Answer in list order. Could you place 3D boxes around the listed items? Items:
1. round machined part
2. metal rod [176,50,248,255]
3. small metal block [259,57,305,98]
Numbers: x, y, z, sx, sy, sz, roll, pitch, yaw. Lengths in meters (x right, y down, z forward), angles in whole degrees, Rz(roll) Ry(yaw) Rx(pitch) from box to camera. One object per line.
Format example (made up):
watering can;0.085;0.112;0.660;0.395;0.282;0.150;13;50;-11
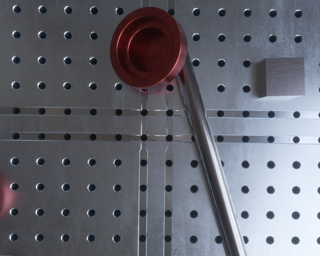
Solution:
round machined part;-0.011;-0.097;0.392;0.098;0.042;0.097;0;89;25
metal rod;0.067;0.040;0.413;0.025;0.025;0.298;-16;90;0
small metal block;0.163;-0.067;0.415;0.050;0.025;0.050;-1;90;0
